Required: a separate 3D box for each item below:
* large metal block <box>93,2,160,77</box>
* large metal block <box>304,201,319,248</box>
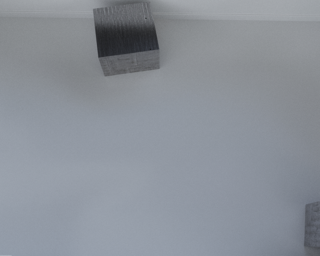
[{"bbox_3d":[-0.047,-0.126,0.442,0.081,0.050,0.080,-9,70,-3],"label":"large metal block"},{"bbox_3d":[0.217,0.113,0.340,0.080,0.080,0.050,11,71,4],"label":"large metal block"}]
